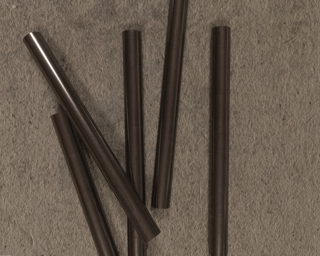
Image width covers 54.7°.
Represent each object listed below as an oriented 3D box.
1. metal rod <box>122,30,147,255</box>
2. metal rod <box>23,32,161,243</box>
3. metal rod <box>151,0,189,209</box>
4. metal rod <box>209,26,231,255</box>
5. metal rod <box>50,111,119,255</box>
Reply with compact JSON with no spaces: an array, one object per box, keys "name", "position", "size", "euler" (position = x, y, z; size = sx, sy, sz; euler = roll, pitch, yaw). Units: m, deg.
[{"name":"metal rod","position":[-0.034,0.023,0.409],"size":[0.025,0.025,0.298],"euler":[-1,90,-1]},{"name":"metal rod","position":[-0.089,0.007,0.393],"size":[0.025,0.025,0.299],"euler":[-32,84,0]},{"name":"metal rod","position":[0.014,-0.045,0.410],"size":[0.025,0.025,0.298],"euler":[5,90,-1]},{"name":"metal rod","position":[0.079,0.018,0.411],"size":[0.025,0.025,0.298],"euler":[1,90,-1]},{"name":"metal rod","position":[-0.083,0.122,0.408],"size":[0.025,0.025,0.298],"euler":[-19,90,0]}]
